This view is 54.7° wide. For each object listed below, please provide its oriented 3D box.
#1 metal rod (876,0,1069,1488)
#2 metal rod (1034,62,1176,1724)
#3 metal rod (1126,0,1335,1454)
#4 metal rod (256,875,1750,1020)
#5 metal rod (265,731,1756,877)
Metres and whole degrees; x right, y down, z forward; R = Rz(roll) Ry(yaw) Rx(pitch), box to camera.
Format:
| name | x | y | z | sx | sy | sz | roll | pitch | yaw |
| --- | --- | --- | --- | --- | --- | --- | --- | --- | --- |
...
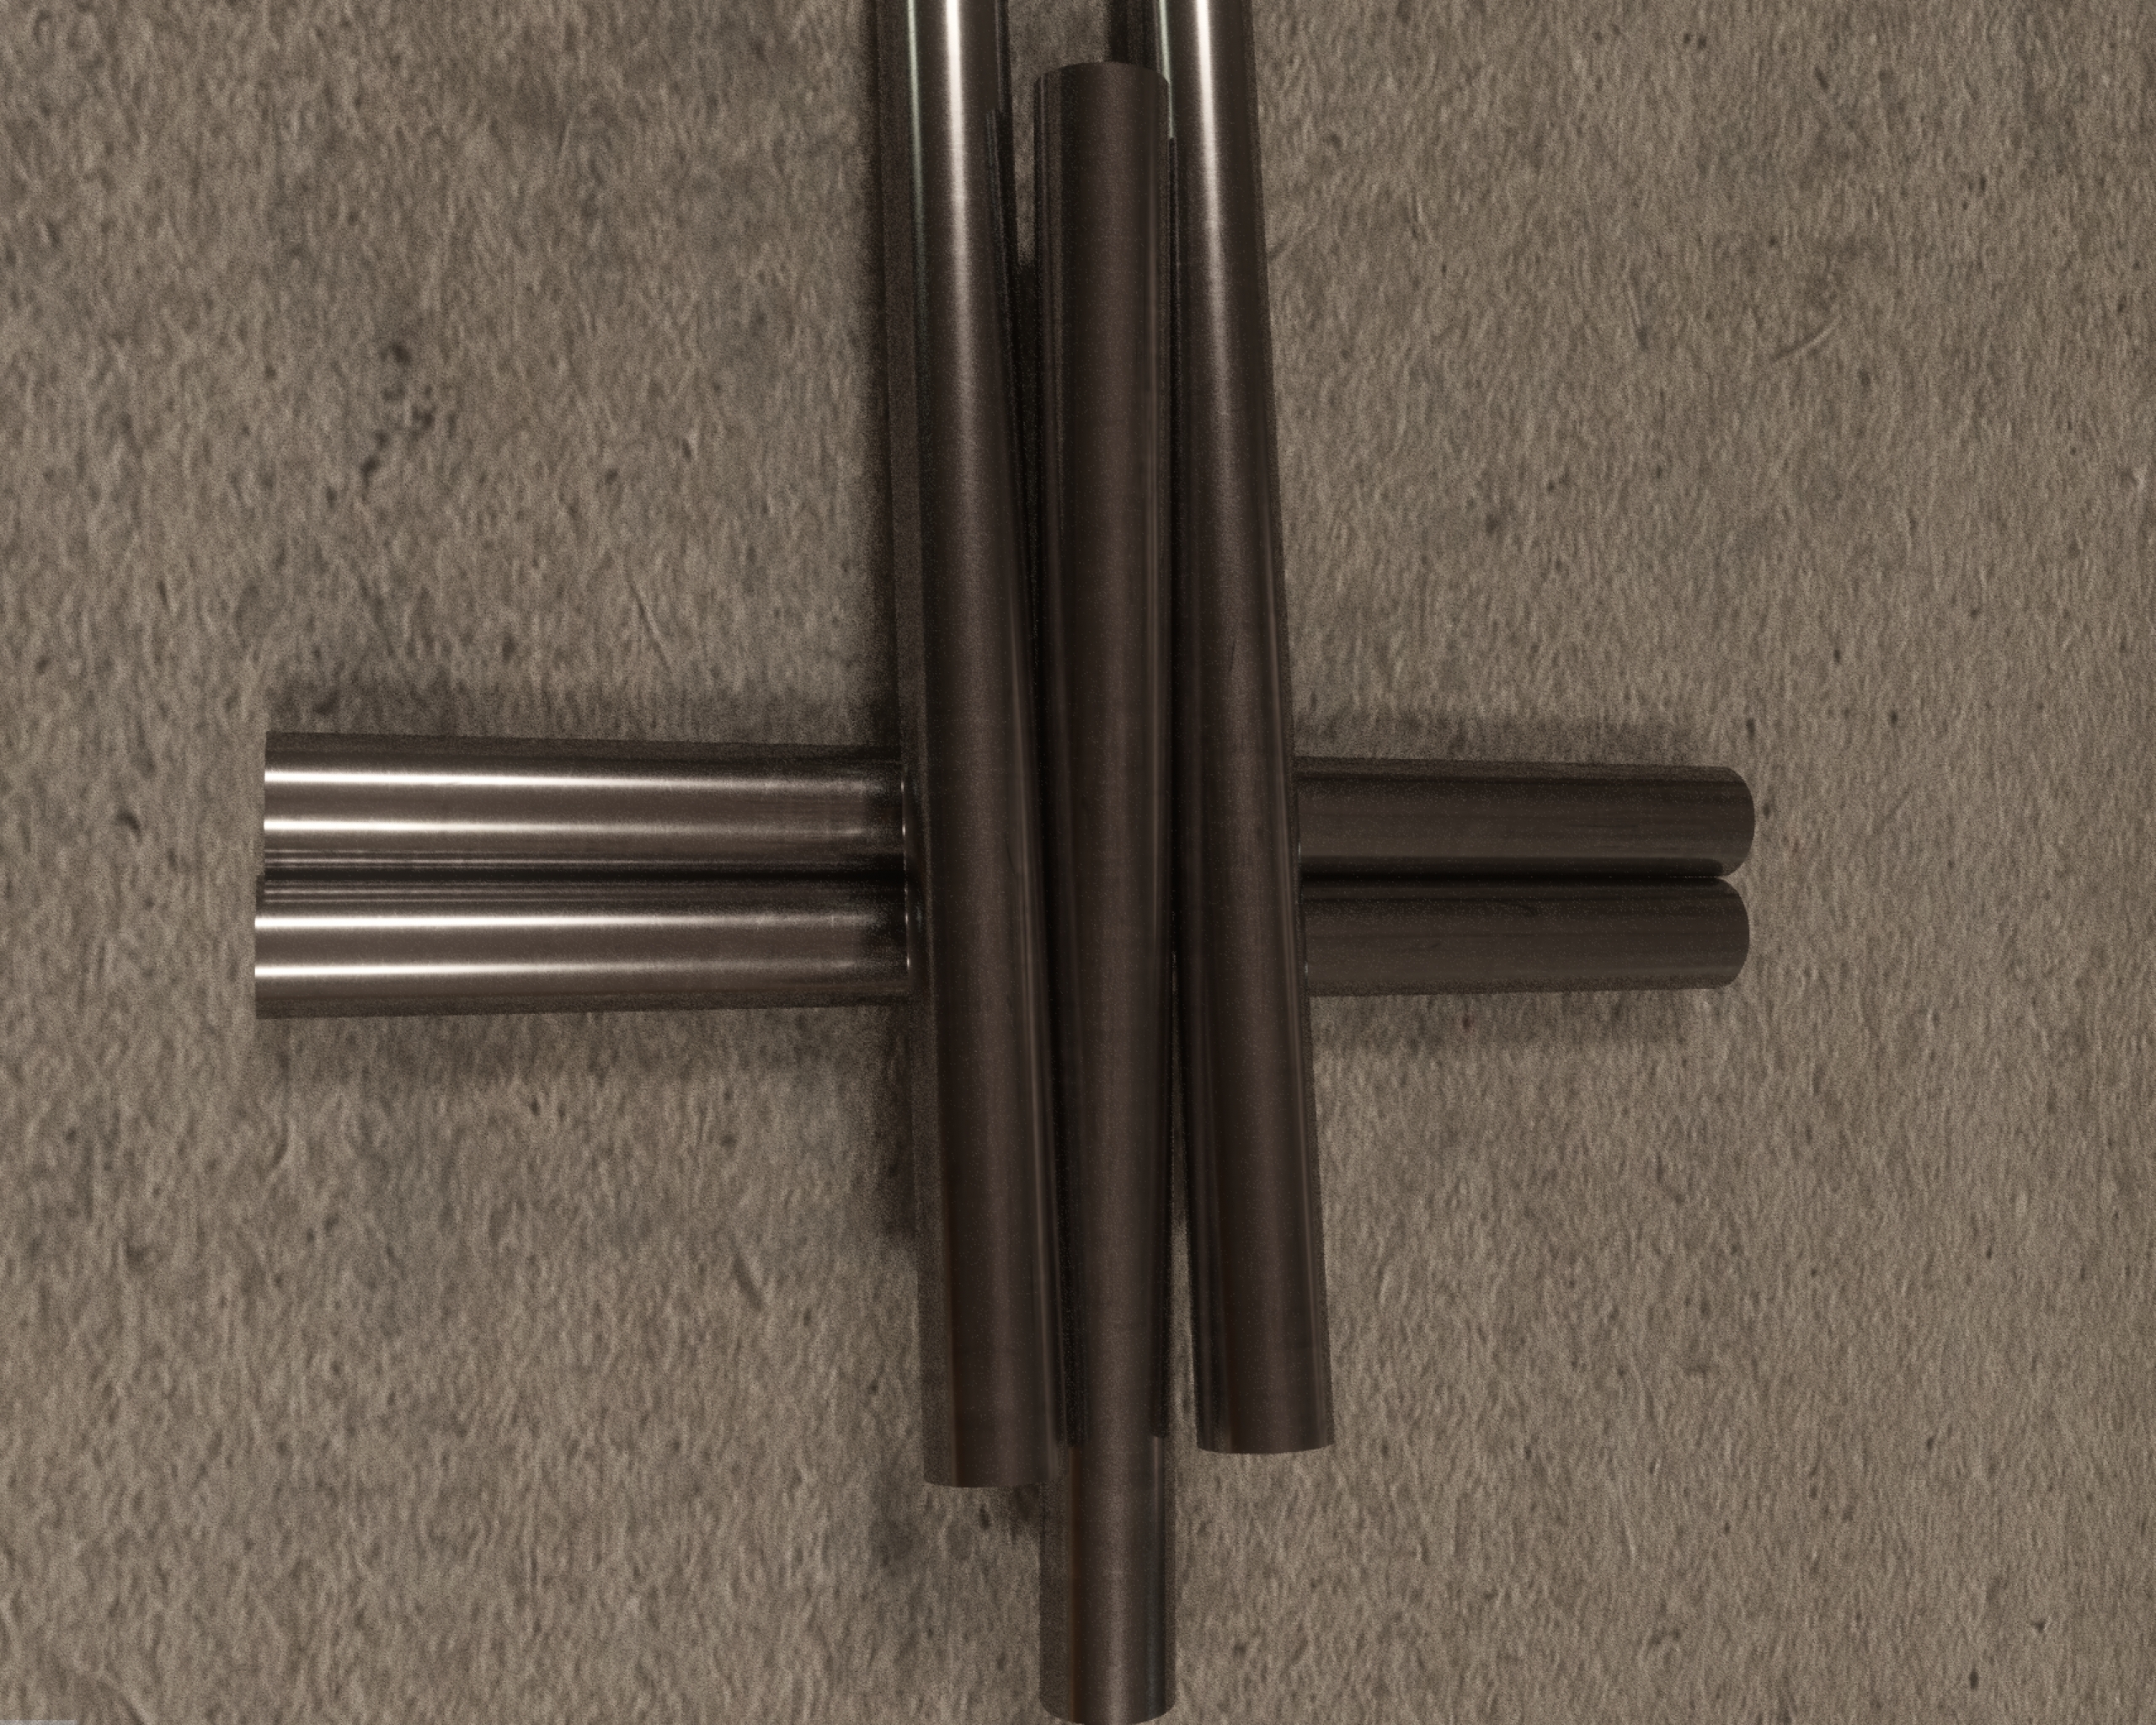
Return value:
| name | x | y | z | sx | sy | sz | roll | pitch | yaw |
| --- | --- | --- | --- | --- | --- | --- | --- | --- | --- |
| metal rod | -0.021 | -0.042 | 0.381 | 0.025 | 0.025 | 0.298 | 0 | 82 | -20 |
| metal rod | 0.005 | 0.006 | 0.386 | 0.025 | 0.025 | 0.298 | 0 | 90 | -20 |
| metal rod | 0.028 | -0.042 | 0.399 | 0.025 | 0.025 | 0.298 | 0 | 82 | -20 |
| metal rod | 0.000 | 0.015 | 0.412 | 0.303 | 0.025 | 0.025 | 0 | 90 | -21 |
| metal rod | 0.002 | -0.010 | 0.413 | 0.303 | 0.025 | 0.025 | 0 | 90 | -21 |
